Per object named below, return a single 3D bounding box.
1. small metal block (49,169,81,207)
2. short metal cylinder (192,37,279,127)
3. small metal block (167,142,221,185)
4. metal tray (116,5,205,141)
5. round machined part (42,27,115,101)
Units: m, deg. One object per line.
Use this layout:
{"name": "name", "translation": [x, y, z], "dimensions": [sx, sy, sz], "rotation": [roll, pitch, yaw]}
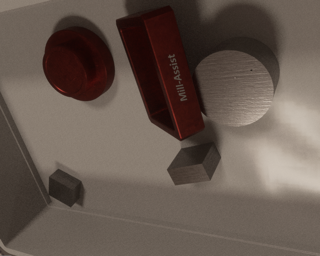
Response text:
{"name": "small metal block", "translation": [-0.174, 0.110, 0.566], "dimensions": [0.050, 0.025, 0.050], "rotation": [25, 127, 12]}
{"name": "short metal cylinder", "translation": [0.079, -0.048, 0.321], "dimensions": [0.080, 0.050, 0.079], "rotation": [13, 124, 20]}
{"name": "small metal block", "translation": [0.044, 0.045, 0.396], "dimensions": [0.050, 0.050, 0.025], "rotation": [-15, 111, 34]}
{"name": "metal tray", "translation": [-0.001, -0.059, 0.335], "dimensions": [0.090, 0.030, 0.129], "rotation": [33, 145, 62]}
{"name": "round machined part", "translation": [-0.113, -0.079, 0.406], "dimensions": [0.098, 0.042, 0.097], "rotation": [13, 124, 20]}
